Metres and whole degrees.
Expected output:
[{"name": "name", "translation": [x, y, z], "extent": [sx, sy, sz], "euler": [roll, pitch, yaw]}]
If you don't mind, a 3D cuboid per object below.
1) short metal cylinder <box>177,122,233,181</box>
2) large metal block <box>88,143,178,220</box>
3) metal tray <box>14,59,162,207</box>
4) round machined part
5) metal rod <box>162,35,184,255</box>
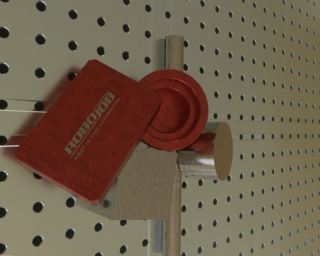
[{"name": "short metal cylinder", "translation": [0.065, 0.031, 0.430], "extent": [0.080, 0.050, 0.079], "euler": [-1, 91, -60]}, {"name": "large metal block", "translation": [-0.030, 0.063, 0.368], "extent": [0.081, 0.050, 0.080], "euler": [13, 82, -39]}, {"name": "metal tray", "translation": [-0.067, 0.001, 0.317], "extent": [0.090, 0.030, 0.130], "euler": [29, 67, 5]}, {"name": "round machined part", "translation": [0.007, -0.021, 0.387], "extent": [0.099, 0.042, 0.097], "euler": [0, 89, -15]}, {"name": "metal rod", "translation": [0.018, 0.025, 0.425], "extent": [0.025, 0.025, 0.298], "euler": [2, 89, -40]}]
